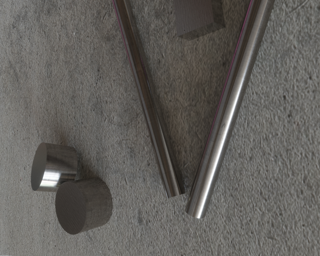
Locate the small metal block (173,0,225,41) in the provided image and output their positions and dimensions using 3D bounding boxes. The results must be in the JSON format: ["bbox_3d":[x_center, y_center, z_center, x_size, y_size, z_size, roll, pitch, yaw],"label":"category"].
[{"bbox_3d":[0.046,-0.138,0.367,0.050,0.025,0.050,-10,84,39],"label":"small metal block"}]

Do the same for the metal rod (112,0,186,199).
[{"bbox_3d":[-0.020,-0.055,0.421,0.025,0.025,0.299,-26,74,37],"label":"metal rod"}]

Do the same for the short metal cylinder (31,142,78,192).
[{"bbox_3d":[-0.179,0.067,0.522,0.080,0.050,0.080,-22,61,50],"label":"short metal cylinder"}]

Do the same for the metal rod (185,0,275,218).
[{"bbox_3d":[0.080,-0.039,0.338,0.025,0.025,0.298,25,105,37],"label":"metal rod"}]

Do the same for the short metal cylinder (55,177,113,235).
[{"bbox_3d":[-0.120,0.121,0.488,0.080,0.050,0.079,0,90,40],"label":"short metal cylinder"}]
